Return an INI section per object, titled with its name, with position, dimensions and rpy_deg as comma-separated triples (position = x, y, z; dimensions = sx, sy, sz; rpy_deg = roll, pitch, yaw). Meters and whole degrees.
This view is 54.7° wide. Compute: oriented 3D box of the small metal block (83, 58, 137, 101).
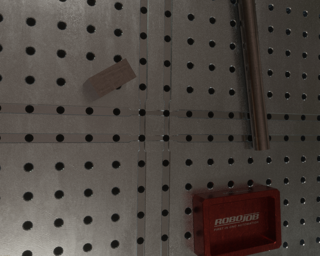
[small metal block]
position = -0.062, -0.058, 0.377
dimensions = 0.050, 0.050, 0.025
rpy_deg = -33, 101, -17

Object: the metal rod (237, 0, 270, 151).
[metal rod]
position = 0.137, -0.116, 0.464
dimensions = 0.025, 0.025, 0.298
rpy_deg = -8, 93, -20

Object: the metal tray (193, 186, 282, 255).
[metal tray]
position = 0.115, 0.138, 0.454
dimensions = 0.131, 0.030, 0.089
rpy_deg = -3, 91, -21
